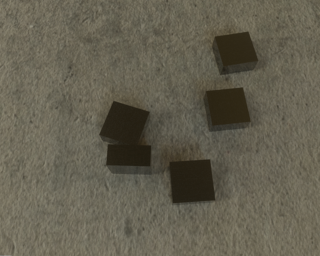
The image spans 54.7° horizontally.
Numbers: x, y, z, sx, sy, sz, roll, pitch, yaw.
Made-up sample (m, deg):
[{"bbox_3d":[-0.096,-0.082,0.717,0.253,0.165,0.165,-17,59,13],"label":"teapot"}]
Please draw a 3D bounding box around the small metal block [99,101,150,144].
[{"bbox_3d":[-0.045,-0.002,0.408,0.050,0.025,0.050,17,71,6],"label":"small metal block"}]

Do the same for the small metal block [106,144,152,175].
[{"bbox_3d":[-0.036,0.040,0.380,0.050,0.050,0.025,2,70,0],"label":"small metal block"}]

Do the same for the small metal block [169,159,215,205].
[{"bbox_3d":[0.038,0.068,0.384,0.050,0.025,0.050,-4,70,-2],"label":"small metal block"}]

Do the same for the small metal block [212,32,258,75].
[{"bbox_3d":[0.108,-0.108,0.449,0.050,0.025,0.050,-10,70,-4],"label":"small metal block"}]

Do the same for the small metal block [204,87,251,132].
[{"bbox_3d":[0.089,-0.025,0.418,0.050,0.025,0.050,-6,70,-3],"label":"small metal block"}]
